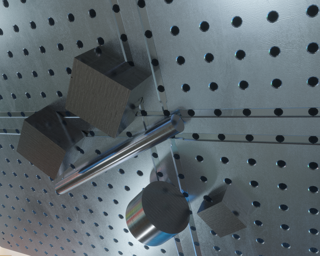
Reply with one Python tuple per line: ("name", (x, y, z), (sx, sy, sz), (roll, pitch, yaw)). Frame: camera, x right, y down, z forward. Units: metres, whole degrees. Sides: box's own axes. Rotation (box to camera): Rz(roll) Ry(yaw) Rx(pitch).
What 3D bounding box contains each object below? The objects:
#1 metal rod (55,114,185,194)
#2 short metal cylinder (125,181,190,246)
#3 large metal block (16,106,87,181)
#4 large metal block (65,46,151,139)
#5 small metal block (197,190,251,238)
("metal rod", (-0.081, 0.052, 0.486), (0.299, 0.025, 0.025), (-30, 102, 37))
("short metal cylinder", (-0.003, 0.125, 0.455), (0.080, 0.080, 0.050), (41, 129, 0))
("large metal block", (-0.178, 0.025, 0.504), (0.080, 0.050, 0.080), (37, 129, 3))
("large metal block", (-0.070, -0.046, 0.403), (0.080, 0.050, 0.079), (31, 128, 8))
("small metal block", (0.090, 0.122, 0.440), (0.050, 0.025, 0.050), (46, 129, -4))
